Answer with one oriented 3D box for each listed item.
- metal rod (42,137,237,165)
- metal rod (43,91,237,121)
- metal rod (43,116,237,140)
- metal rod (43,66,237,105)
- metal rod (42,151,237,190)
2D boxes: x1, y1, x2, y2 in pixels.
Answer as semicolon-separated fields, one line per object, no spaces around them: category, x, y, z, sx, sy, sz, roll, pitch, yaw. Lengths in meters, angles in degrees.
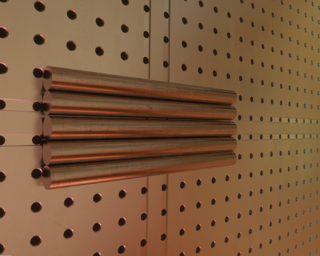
metal rod;0.001;0.026;0.411;0.302;0.025;0.025;0;90;-40
metal rod;0.001;-0.025;0.412;0.302;0.025;0.025;0;90;-40
metal rod;0.001;0.001;0.412;0.302;0.025;0.025;0;90;-40
metal rod;0.001;-0.050;0.412;0.302;0.025;0.025;0;90;-40
metal rod;0.000;0.050;0.411;0.302;0.025;0.025;0;90;-40
